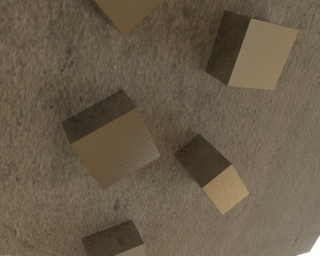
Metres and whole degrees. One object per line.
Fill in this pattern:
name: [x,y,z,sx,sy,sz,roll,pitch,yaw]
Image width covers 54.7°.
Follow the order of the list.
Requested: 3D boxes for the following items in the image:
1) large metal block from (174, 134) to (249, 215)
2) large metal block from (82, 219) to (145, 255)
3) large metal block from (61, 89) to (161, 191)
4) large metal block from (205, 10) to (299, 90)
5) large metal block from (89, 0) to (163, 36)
large metal block: [0.075,0.068,0.457,0.050,0.080,0.080,-39,130,-2]
large metal block: [-0.069,0.200,0.479,0.081,0.050,0.079,-15,125,-20]
large metal block: [-0.057,0.014,0.370,0.080,0.050,0.080,-30,129,-9]
large metal block: [0.115,-0.097,0.396,0.081,0.050,0.079,0,118,-29]
large metal block: [-0.036,-0.146,0.281,0.080,0.050,0.080,-43,130,1]
